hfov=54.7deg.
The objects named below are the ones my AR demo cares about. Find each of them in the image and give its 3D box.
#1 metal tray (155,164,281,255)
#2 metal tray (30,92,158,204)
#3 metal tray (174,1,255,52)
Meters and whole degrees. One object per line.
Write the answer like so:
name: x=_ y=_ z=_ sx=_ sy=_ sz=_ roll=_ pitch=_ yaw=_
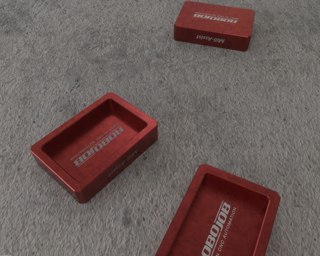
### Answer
metal tray: x=0.058 y=0.107 z=0.309 sx=0.090 sy=0.030 sz=0.130 roll=21 pitch=53 yaw=16
metal tray: x=-0.077 y=0.018 z=0.383 sx=0.090 sy=0.030 sz=0.131 roll=34 pitch=58 yaw=25
metal tray: x=0.098 y=-0.185 z=0.556 sx=0.131 sy=0.030 sz=0.090 roll=12 pitch=51 yaw=10
